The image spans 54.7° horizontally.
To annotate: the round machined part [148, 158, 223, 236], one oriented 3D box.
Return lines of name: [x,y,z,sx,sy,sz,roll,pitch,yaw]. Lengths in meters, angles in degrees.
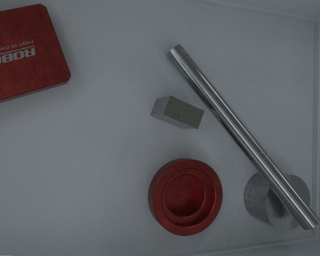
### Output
round machined part: [0.030,0.089,0.414,0.099,0.042,0.097,0,90,-21]

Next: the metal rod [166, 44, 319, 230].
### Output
metal rod: [0.111,0.012,0.419,0.025,0.025,0.300,-38,90,-16]

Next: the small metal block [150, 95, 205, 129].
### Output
small metal block: [0.022,-0.019,0.406,0.050,0.050,0.025,22,83,-19]

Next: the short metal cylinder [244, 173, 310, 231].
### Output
short metal cylinder: [0.174,0.106,0.464,0.081,0.050,0.079,0,90,-21]

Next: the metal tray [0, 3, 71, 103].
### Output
metal tray: [-0.177,-0.076,0.342,0.131,0.030,0.090,-21,97,-19]
